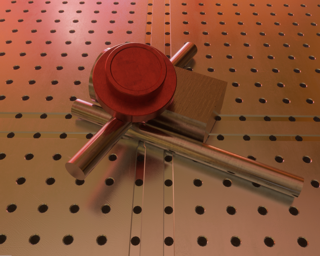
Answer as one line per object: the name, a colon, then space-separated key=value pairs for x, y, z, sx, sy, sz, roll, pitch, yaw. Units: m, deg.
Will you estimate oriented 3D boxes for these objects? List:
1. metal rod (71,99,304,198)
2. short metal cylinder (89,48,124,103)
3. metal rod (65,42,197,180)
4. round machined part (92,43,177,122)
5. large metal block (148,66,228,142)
metal rod: x=0.022 y=0.020 z=0.390 sx=0.301 sy=0.025 sz=0.025 roll=19 pitch=53 yaw=15
short metal cylinder: x=-0.053 y=-0.064 z=0.424 sx=0.050 sy=0.080 sz=0.080 roll=20 pitch=53 yaw=15
metal rod: x=-0.018 y=-0.044 z=0.419 sx=0.025 sy=0.025 sz=0.301 roll=22 pitch=46 yaw=17
round machined part: x=-0.029 y=-0.059 z=0.361 sx=0.099 sy=0.042 sz=0.098 roll=3 pitch=70 yaw=-7
large metal block: x=0.035 y=-0.030 z=0.413 sx=0.080 sy=0.050 sz=0.080 roll=20 pitch=53 yaw=16
